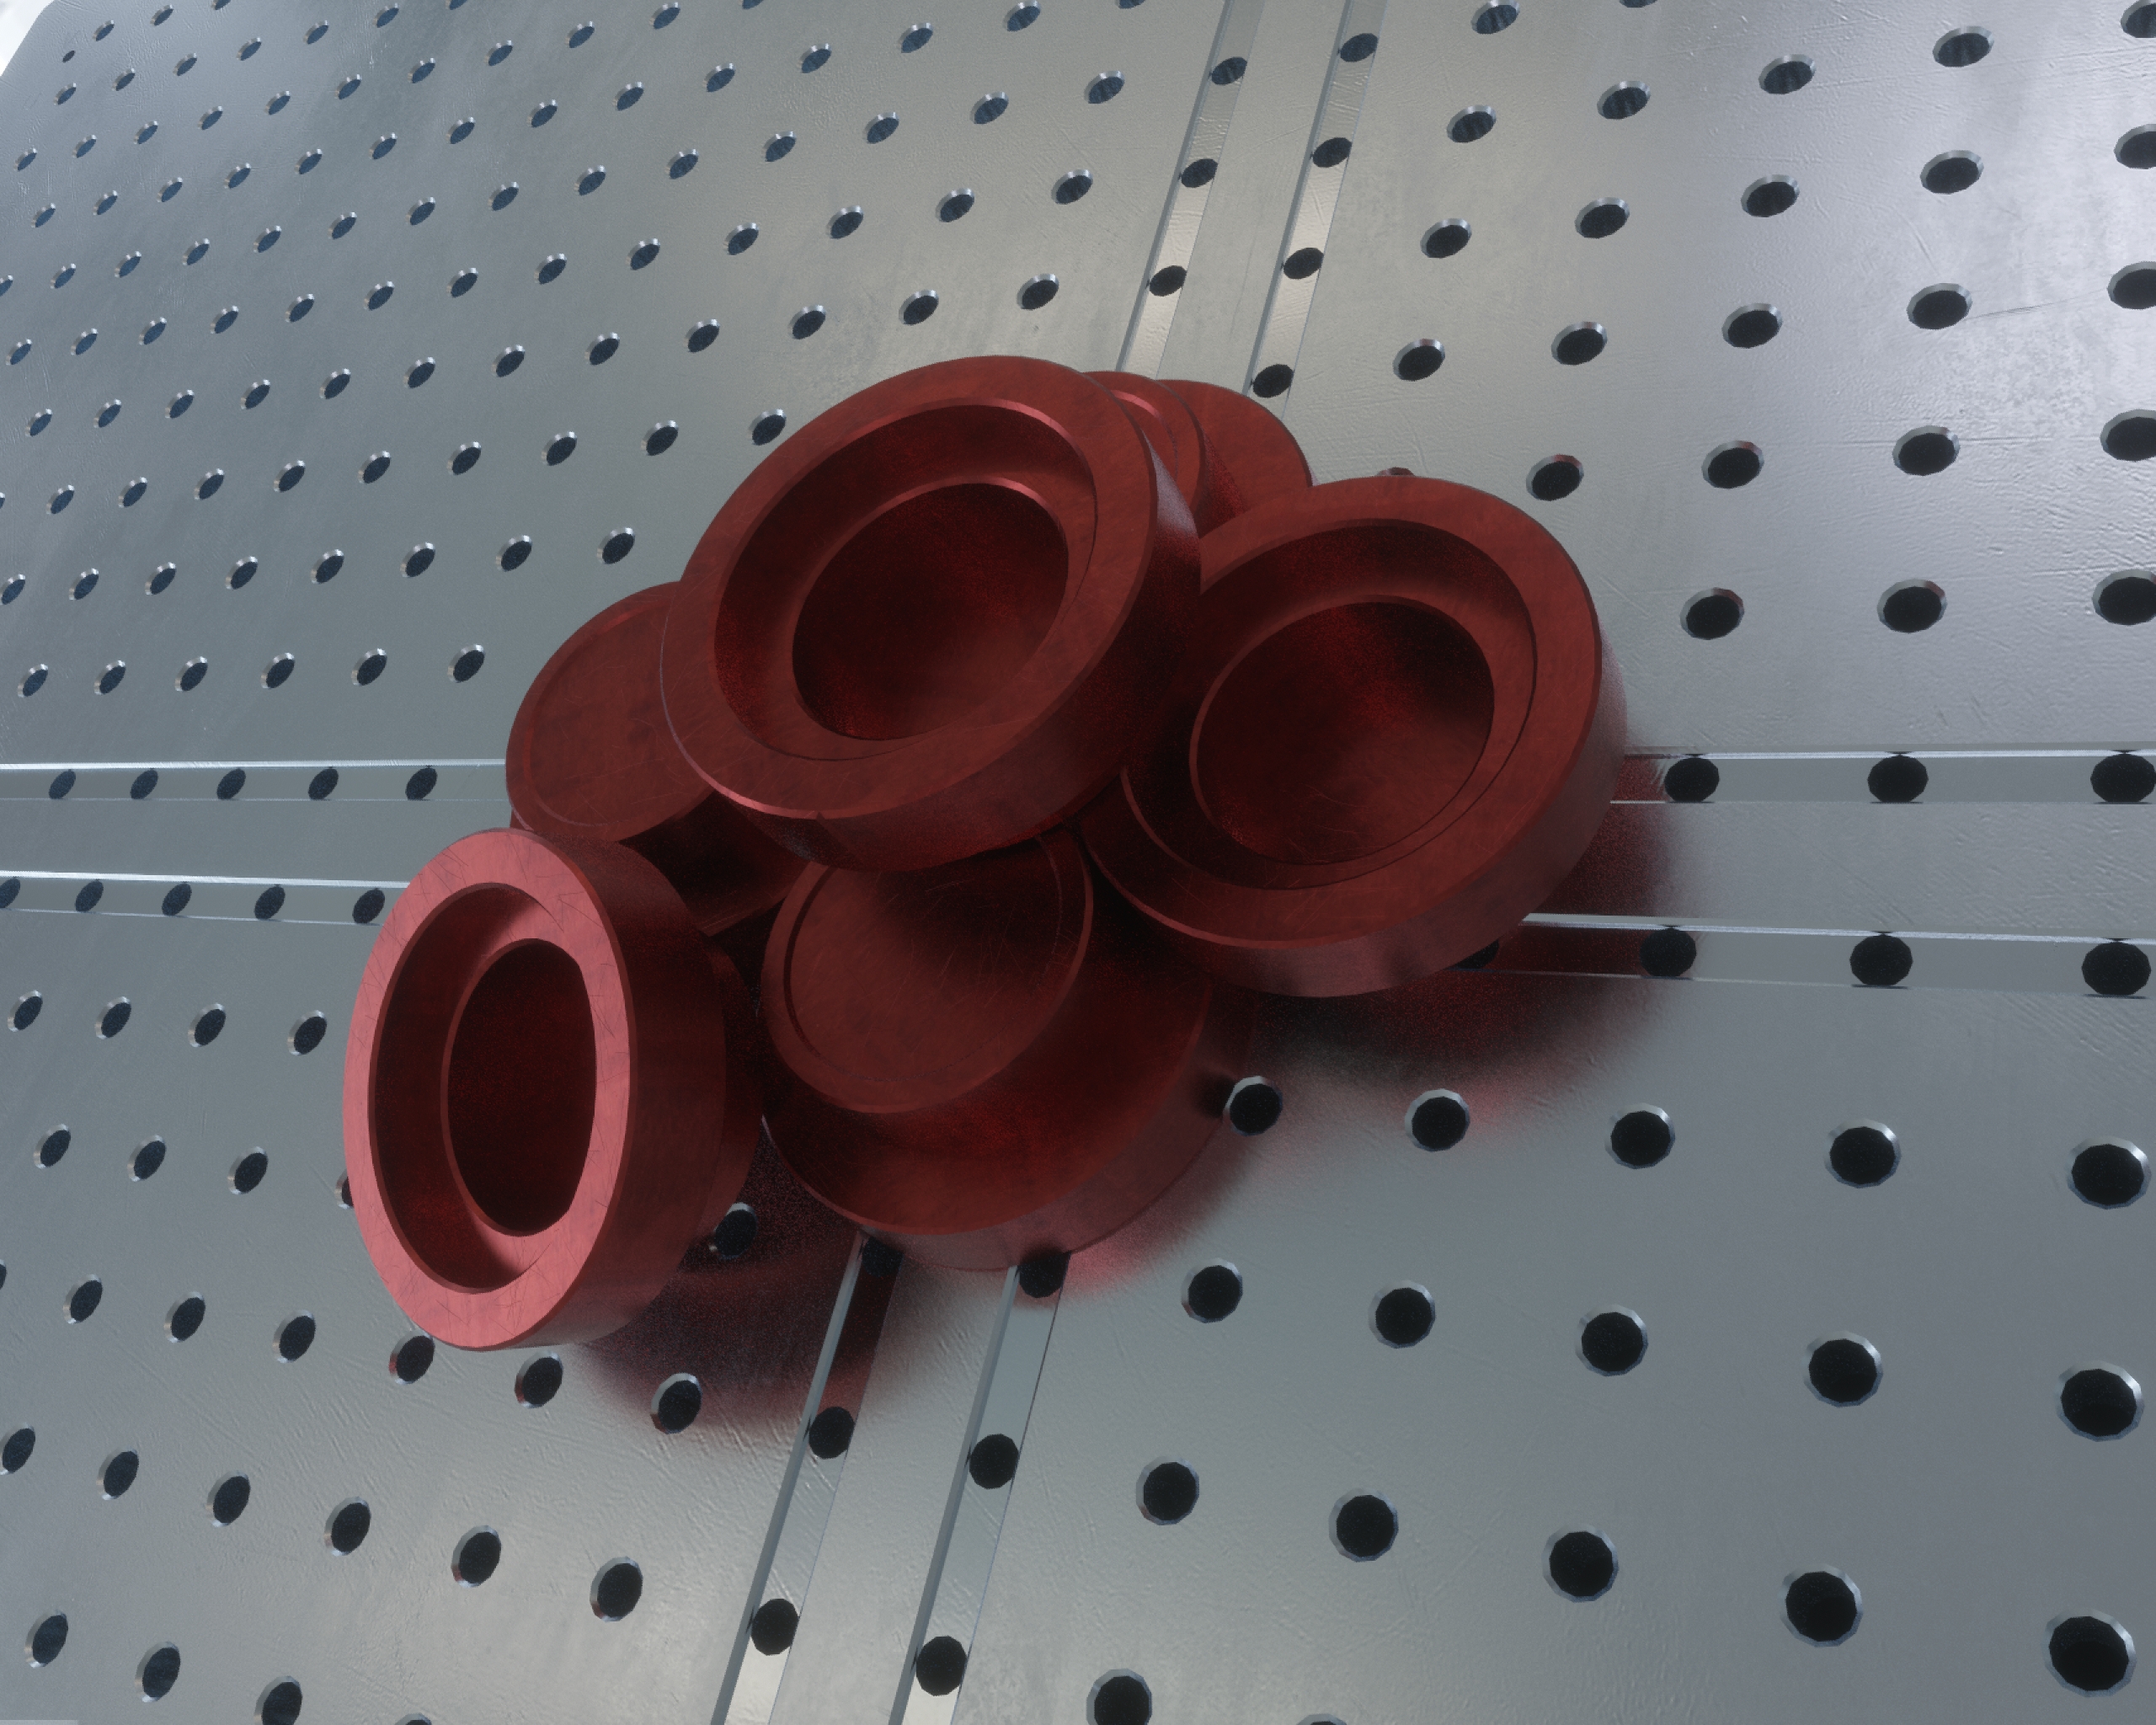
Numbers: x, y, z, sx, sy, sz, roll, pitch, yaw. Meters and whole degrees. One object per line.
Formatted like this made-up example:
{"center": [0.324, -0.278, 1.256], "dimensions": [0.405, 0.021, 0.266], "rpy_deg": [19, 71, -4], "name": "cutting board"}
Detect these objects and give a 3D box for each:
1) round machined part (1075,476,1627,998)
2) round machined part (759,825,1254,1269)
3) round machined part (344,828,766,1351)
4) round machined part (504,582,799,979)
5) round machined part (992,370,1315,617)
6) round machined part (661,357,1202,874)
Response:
{"center": [0.051, -0.019, 0.382], "dimensions": [0.098, 0.042, 0.098], "rpy_deg": [-13, 56, 21], "name": "round machined part"}
{"center": [-0.020, 0.023, 0.394], "dimensions": [0.098, 0.042, 0.098], "rpy_deg": [-13, 56, 21], "name": "round machined part"}
{"center": [-0.099, 0.044, 0.407], "dimensions": [0.098, 0.042, 0.098], "rpy_deg": [-6, 80, 41], "name": "round machined part"}
{"center": [-0.085, -0.023, 0.457], "dimensions": [0.098, 0.042, 0.098], "rpy_deg": [-13, 56, 21], "name": "round machined part"}
{"center": [0.002, -0.063, 0.436], "dimensions": [0.098, 0.042, 0.098], "rpy_deg": [-13, 56, 21], "name": "round machined part"}
{"center": [-0.023, -0.041, 0.380], "dimensions": [0.098, 0.042, 0.098], "rpy_deg": [-13, 56, 21], "name": "round machined part"}
